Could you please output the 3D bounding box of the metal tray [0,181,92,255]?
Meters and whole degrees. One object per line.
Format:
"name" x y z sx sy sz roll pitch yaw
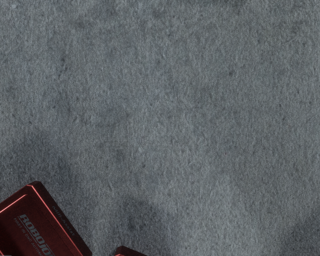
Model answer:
"metal tray" -0.163 0.147 0.405 0.090 0.030 0.130 -35 90 -1

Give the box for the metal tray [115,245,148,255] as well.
"metal tray" -0.039 0.234 0.407 0.090 0.030 0.129 23 90 -1
